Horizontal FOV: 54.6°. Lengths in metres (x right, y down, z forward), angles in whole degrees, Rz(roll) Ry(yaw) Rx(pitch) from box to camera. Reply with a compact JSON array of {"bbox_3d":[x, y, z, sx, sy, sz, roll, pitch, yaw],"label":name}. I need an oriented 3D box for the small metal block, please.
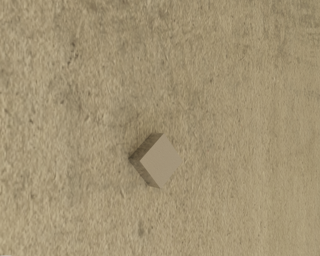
[{"bbox_3d":[-0.005,0.041,0.400,0.050,0.025,0.050,-48,119,-29],"label":"small metal block"}]
